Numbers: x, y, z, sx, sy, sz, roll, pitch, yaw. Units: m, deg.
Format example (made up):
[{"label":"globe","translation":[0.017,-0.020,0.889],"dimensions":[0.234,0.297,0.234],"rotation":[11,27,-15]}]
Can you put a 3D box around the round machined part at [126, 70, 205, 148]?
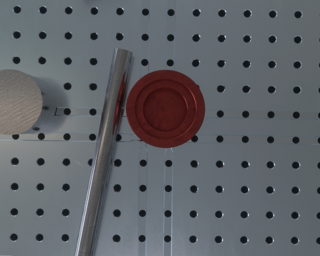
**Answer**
[{"label":"round machined part","translation":[0.007,-0.024,0.405],"dimensions":[0.099,0.042,0.097],"rotation":[0,90,0]}]

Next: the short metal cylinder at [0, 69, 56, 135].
[{"label":"short metal cylinder","translation":[-0.182,-0.032,0.399],"dimensions":[0.081,0.050,0.079],"rotation":[0,90,0]}]

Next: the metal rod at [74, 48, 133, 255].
[{"label":"metal rod","translation":[-0.077,0.044,0.412],"dimensions":[0.025,0.025,0.298],"rotation":[11,90,0]}]
